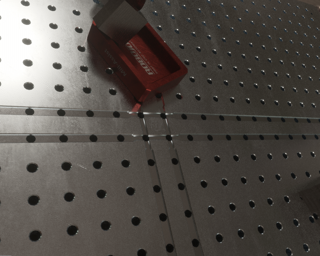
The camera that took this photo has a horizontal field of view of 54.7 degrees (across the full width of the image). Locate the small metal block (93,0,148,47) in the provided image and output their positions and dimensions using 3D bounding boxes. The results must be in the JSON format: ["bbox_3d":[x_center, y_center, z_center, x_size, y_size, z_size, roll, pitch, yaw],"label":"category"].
[{"bbox_3d":[-0.054,-0.147,0.423,0.050,0.050,0.025,27,27,-52],"label":"small metal block"}]

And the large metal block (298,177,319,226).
[{"bbox_3d":[0.275,0.112,0.475,0.081,0.050,0.080,-18,71,-35],"label":"large metal block"}]

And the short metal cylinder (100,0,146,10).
[{"bbox_3d":[-0.054,-0.225,0.483,0.080,0.080,0.050,27,52,-12],"label":"short metal cylinder"}]

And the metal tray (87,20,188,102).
[{"bbox_3d":[-0.032,-0.109,0.455,0.091,0.030,0.130,-33,80,-38],"label":"metal tray"}]
